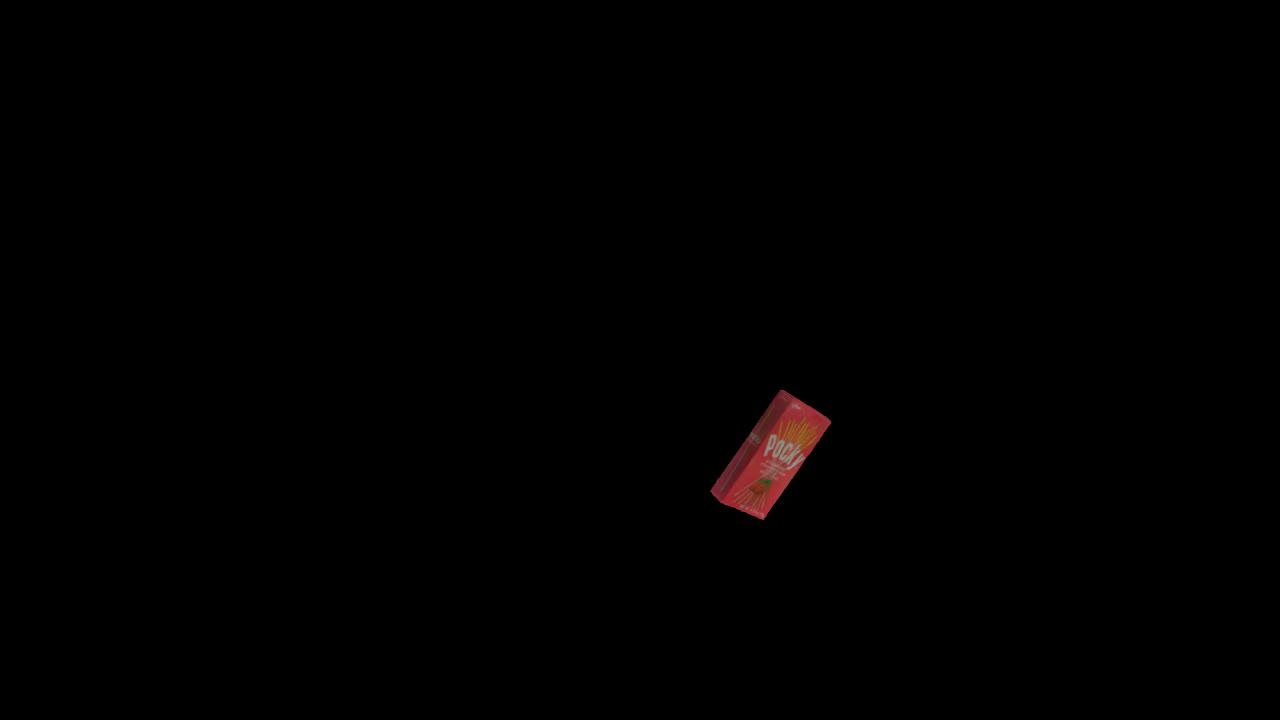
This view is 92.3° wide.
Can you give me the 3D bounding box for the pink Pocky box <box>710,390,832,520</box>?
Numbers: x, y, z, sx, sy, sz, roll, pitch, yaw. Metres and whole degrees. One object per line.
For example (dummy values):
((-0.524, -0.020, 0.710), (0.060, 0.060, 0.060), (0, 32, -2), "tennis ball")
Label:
((0.162, 0.119, 0.756), (0.084, 0.155, 0.029), (29, 7, -34), "pink Pocky box")
